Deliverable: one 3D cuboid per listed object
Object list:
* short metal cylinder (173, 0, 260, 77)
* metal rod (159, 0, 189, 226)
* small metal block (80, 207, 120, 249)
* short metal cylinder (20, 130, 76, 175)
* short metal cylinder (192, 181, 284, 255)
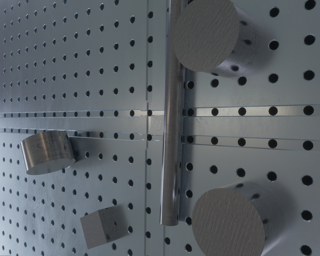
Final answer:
[{"bbox_3d":[0.062,-0.099,0.342,0.080,0.050,0.079,0,90,40],"label":"short metal cylinder"},{"bbox_3d":[0.018,-0.027,0.394,0.025,0.025,0.298,4,93,40],"label":"metal rod"},{"bbox_3d":[-0.096,0.158,0.489,0.050,0.025,0.050,-31,71,35],"label":"small metal block"},{"bbox_3d":[-0.192,0.043,0.532,0.080,0.081,0.050,-31,71,35],"label":"short metal cylinder"},{"bbox_3d":[0.081,0.100,0.326,0.080,0.050,0.079,0,90,40],"label":"short metal cylinder"}]
